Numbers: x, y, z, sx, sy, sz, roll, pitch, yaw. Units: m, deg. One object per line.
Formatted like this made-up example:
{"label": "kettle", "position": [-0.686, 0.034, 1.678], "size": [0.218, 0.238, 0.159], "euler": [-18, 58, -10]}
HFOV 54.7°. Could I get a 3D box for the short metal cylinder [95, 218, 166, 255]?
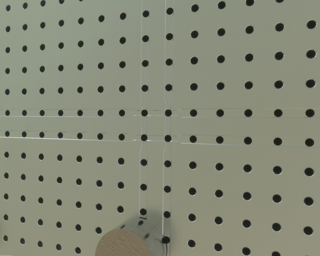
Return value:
{"label": "short metal cylinder", "position": [-0.038, 0.167, 0.412], "size": [0.080, 0.050, 0.079], "euler": [0, 90, 19]}
